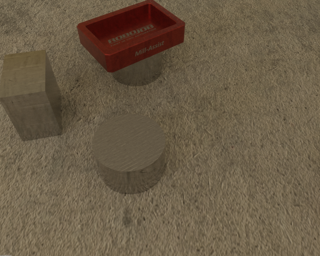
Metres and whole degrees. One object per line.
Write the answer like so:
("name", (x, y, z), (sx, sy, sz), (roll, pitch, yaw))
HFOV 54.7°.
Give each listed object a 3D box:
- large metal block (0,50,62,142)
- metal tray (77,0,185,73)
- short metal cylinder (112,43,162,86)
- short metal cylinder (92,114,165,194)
("large metal block", (-0.163, -0.042, 0.401), (0.050, 0.080, 0.080), (-10, 51, -8))
("metal tray", (-0.040, -0.138, 0.450), (0.131, 0.030, 0.090), (-29, 56, -22))
("short metal cylinder", (-0.037, -0.110, 0.479), (0.081, 0.050, 0.080), (0, 50, 0))
("short metal cylinder", (-0.034, 0.030, 0.362), (0.081, 0.050, 0.080), (0, 50, 0))
